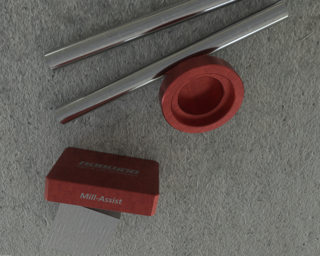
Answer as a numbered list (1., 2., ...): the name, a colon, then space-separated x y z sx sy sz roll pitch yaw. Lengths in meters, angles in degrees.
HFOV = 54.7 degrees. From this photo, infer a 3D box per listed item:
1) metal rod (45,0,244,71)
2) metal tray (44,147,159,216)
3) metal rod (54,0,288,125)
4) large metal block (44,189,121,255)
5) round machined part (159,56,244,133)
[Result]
1. metal rod: 0.008 -0.129 0.362 0.301 0.025 0.025 -19 109 6
2. metal tray: -0.068 0.065 0.398 0.131 0.090 0.030 10 110 -4
3. metal rod: 0.007 -0.077 0.381 0.301 0.025 0.025 -24 109 8
4. large metal block: -0.107 0.133 0.444 0.080 0.050 0.079 22 108 -8
5. round machined part: 0.047 -0.044 0.374 0.099 0.042 0.097 -7 131 -8
